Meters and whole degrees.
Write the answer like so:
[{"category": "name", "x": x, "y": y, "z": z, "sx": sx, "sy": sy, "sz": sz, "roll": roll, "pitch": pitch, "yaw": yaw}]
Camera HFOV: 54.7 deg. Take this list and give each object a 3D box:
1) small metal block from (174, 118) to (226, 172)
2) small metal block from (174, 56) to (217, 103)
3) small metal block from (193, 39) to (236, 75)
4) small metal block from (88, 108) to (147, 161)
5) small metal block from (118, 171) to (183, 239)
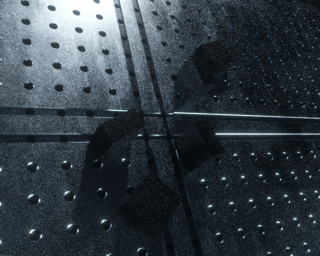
[{"category": "small metal block", "x": 0.051, "y": 0.023, "z": 0.408, "sx": 0.025, "sy": 0.050, "sz": 0.050, "roll": -15, "pitch": 70, "yaw": -34}, {"category": "small metal block", "x": 0.052, "y": -0.073, "z": 0.467, "sx": 0.025, "sy": 0.050, "sz": 0.050, "roll": -7, "pitch": 65, "yaw": -32}, {"category": "small metal block", "x": 0.094, "y": -0.122, "z": 0.536, "sx": 0.050, "sy": 0.025, "sz": 0.050, "roll": -26, "pitch": 76, "yaw": -37}, {"category": "small metal block", "x": -0.050, "y": 0.008, "z": 0.361, "sx": 0.050, "sy": 0.050, "sz": 0.025, "roll": -30, "pitch": 79, "yaw": -38}, {"category": "small metal block", "x": -0.010, "y": 0.087, "z": 0.351, "sx": 0.050, "sy": 0.025, "sz": 0.050, "roll": 41, "pitch": 51, "yaw": -1}]
